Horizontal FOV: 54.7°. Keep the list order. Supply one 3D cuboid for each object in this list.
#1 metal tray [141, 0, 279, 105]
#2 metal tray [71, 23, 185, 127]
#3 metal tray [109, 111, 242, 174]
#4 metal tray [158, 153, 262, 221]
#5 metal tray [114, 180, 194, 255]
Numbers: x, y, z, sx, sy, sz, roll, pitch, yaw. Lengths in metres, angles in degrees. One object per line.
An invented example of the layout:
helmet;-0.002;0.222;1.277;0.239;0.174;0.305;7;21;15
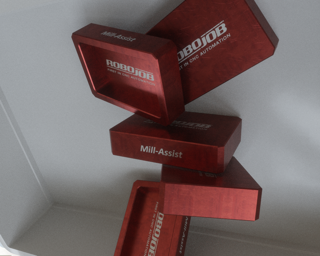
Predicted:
metal tray;0.043;-0.087;0.328;0.130;0.030;0.090;-29;103;37
metal tray;-0.037;-0.062;0.351;0.130;0.030;0.090;23;141;34
metal tray;0.020;0.009;0.359;0.130;0.090;0.030;8;113;24
metal tray;0.046;0.056;0.335;0.091;0.130;0.030;4;98;1
metal tray;-0.008;0.143;0.437;0.090;0.130;0.030;1;152;27
